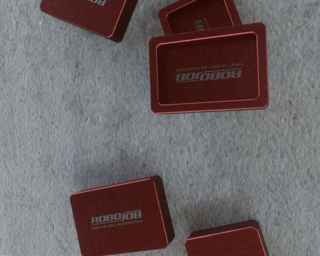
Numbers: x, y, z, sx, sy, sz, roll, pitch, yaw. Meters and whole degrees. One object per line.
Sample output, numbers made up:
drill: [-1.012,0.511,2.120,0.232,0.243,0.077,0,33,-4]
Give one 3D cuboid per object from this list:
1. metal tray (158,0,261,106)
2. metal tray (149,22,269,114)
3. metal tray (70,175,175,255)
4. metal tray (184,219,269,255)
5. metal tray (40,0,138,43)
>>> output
metal tray: [0.061,-0.101,0.384,0.090,0.030,0.129,-20,84,18]
metal tray: [0.054,-0.063,0.354,0.130,0.030,0.089,-2,89,19]
metal tray: [-0.053,0.122,0.424,0.130,0.030,0.090,-14,85,19]
metal tray: [0.093,0.186,0.373,0.090,0.030,0.129,-18,84,18]
metal tray: [-0.099,-0.186,0.440,0.130,0.030,0.089,26,98,17]
